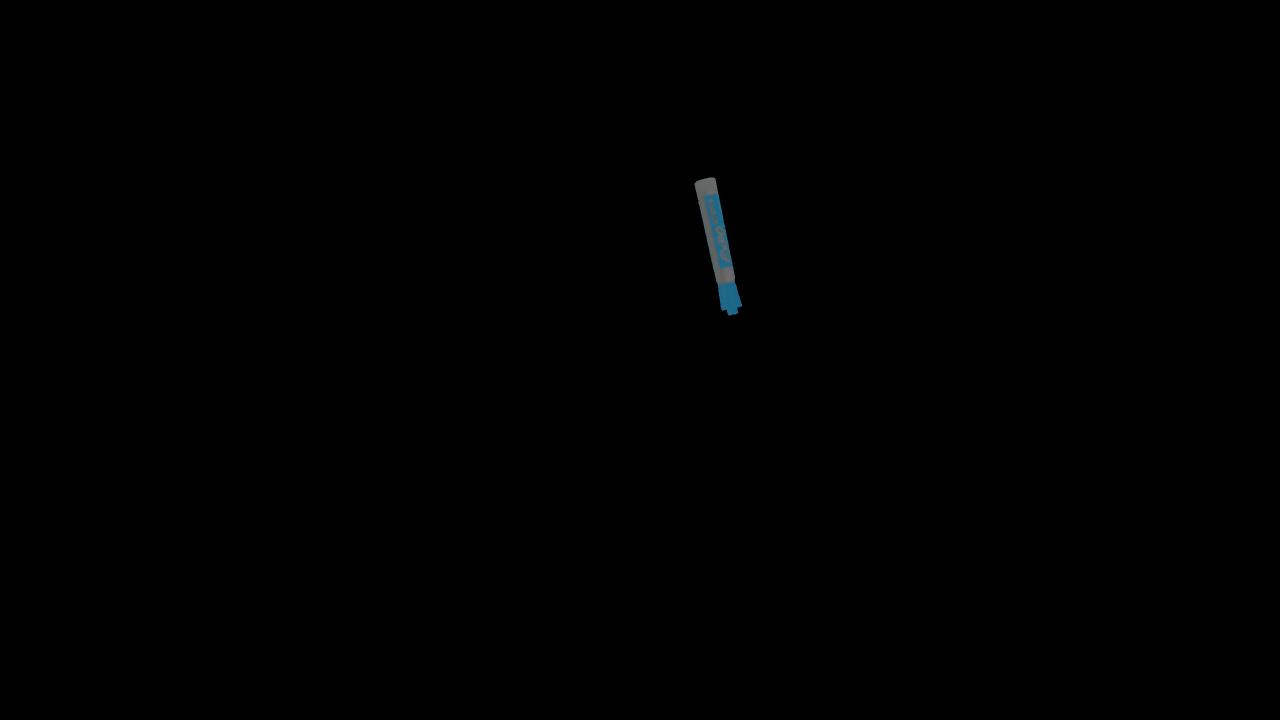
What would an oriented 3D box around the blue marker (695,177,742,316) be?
[{"bbox_3d":[0.070,-0.099,0.545,0.020,0.121,0.020,-12,3,1],"label":"blue marker"}]
